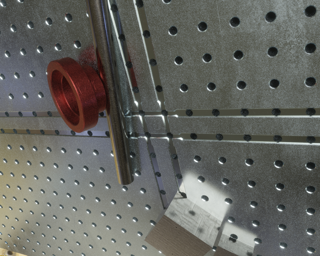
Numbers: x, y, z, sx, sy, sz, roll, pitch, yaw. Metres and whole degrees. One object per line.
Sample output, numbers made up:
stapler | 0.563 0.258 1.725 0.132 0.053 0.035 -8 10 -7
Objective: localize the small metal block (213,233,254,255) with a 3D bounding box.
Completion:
small metal block | 0.109 0.197 0.475 0.050 0.025 0.050 21 126 15

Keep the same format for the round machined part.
round machined part | -0.107 -0.046 0.410 0.098 0.042 0.097 33 137 39

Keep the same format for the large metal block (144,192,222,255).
large metal block | 0.034 0.158 0.474 0.080 0.050 0.079 34 129 5

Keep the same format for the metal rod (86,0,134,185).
metal rod | -0.064 -0.047 0.414 0.025 0.025 0.298 9 123 23
